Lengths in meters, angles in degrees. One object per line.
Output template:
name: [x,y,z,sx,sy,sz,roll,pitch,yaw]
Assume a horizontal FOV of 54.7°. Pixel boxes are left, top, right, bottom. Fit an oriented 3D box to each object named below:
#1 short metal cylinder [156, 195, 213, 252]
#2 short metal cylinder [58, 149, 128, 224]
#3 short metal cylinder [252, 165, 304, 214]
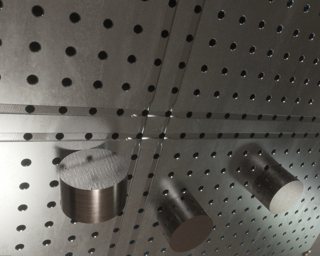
short metal cylinder: [0.041,0.159,0.518,0.081,0.050,0.079,-14,125,-21]
short metal cylinder: [-0.080,0.068,0.375,0.081,0.080,0.050,-8,122,-25]
short metal cylinder: [0.225,0.118,0.594,0.081,0.050,0.079,-14,125,-21]
